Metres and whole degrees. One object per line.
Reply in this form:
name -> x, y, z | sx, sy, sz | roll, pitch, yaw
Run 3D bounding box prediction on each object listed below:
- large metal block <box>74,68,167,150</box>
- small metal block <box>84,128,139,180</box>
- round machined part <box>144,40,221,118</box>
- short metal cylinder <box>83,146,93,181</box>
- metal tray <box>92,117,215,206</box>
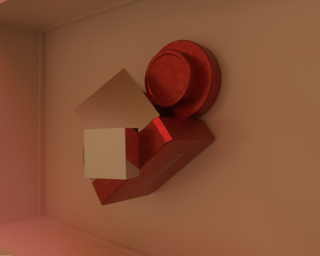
large metal block -> -0.044, -0.011, 0.376 | 0.080, 0.050, 0.080 | -39, 64, 6
small metal block -> -0.050, 0.026, 0.320 | 0.050, 0.025, 0.050 | -2, 88, 26
round machined part -> 0.020, -0.058, 0.375 | 0.098, 0.042, 0.097 | 0, 90, 39
short metal cylinder -> -0.064, 0.039, 0.439 | 0.080, 0.050, 0.079 | 0, 90, 39
metal tray -> -0.008, 0.040, 0.367 | 0.129, 0.091, 0.030 | -45, 63, 30
